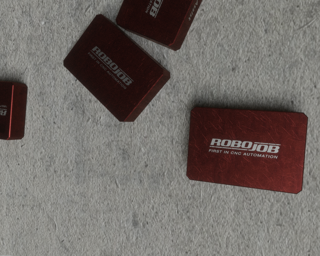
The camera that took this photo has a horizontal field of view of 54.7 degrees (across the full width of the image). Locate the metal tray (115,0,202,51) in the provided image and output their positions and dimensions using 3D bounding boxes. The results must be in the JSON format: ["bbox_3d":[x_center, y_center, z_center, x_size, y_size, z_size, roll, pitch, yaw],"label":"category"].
[{"bbox_3d":[0.009,-0.178,0.403,0.090,0.030,0.129,28,99,17],"label":"metal tray"}]

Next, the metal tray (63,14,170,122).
[{"bbox_3d":[-0.062,-0.082,0.428,0.130,0.030,0.090,44,103,14],"label":"metal tray"}]

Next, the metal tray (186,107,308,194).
[{"bbox_3d":[0.101,0.023,0.371,0.130,0.030,0.089,5,92,19],"label":"metal tray"}]

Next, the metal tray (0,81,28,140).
[{"bbox_3d":[-0.282,-0.032,0.505,0.130,0.030,0.089,6,92,19],"label":"metal tray"}]
